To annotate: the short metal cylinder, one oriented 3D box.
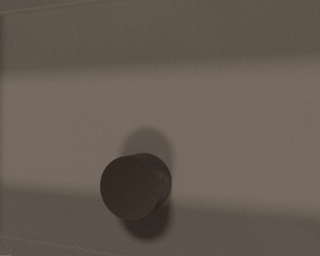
[{"bbox_3d":[-0.030,0.074,0.407,0.080,0.050,0.079,0,90,19],"label":"short metal cylinder"}]
